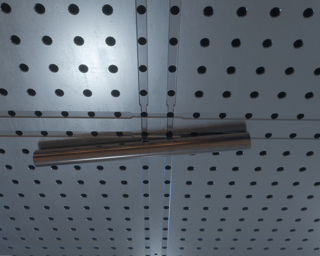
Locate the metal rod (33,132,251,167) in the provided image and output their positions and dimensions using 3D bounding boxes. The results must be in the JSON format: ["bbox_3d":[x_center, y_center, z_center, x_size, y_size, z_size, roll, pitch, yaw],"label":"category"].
[{"bbox_3d":[-0.027,0.031,0.437,0.301,0.025,0.025,-5,130,4],"label":"metal rod"}]
